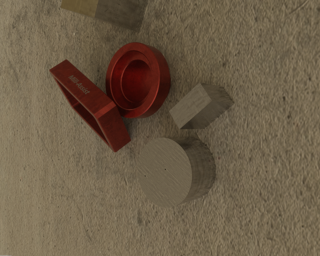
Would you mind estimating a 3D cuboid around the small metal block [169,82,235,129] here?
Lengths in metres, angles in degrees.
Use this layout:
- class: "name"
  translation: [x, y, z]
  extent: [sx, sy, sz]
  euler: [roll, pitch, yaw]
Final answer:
- class: "small metal block"
  translation: [0.047, -0.023, 0.350]
  extent: [0.050, 0.050, 0.025]
  euler: [-43, 64, 31]

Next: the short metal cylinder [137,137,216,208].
- class: "short metal cylinder"
  translation: [0.019, 0.051, 0.373]
  extent: [0.080, 0.050, 0.080]
  euler: [0, 90, 40]

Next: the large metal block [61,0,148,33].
- class: "large metal block"
  translation: [-0.077, -0.175, 0.433]
  extent: [0.080, 0.081, 0.050]
  euler: [28, 108, 36]

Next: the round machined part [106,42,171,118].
- class: "round machined part"
  translation: [-0.025, -0.061, 0.414]
  extent: [0.098, 0.042, 0.097]
  euler: [0, 90, 40]

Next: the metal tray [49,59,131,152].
- class: "metal tray"
  translation: [-0.101, -0.032, 0.449]
  extent: [0.030, 0.090, 0.130]
  euler: [-39, 56, -17]
